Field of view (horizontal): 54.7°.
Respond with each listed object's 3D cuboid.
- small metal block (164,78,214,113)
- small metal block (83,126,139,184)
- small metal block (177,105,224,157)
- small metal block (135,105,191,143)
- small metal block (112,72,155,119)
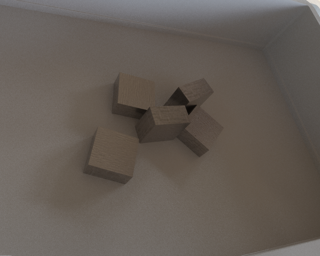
[{"bbox_3d":[0.039,-0.040,0.435,0.050,0.050,0.025,-24,75,-37],"label":"small metal block"},{"bbox_3d":[-0.055,0.031,0.356,0.050,0.025,0.050,19,54,-17],"label":"small metal block"},{"bbox_3d":[0.054,0.004,0.432,0.050,0.025,0.050,41,51,0],"label":"small metal block"},{"bbox_3d":[0.003,-0.004,0.394,0.050,0.050,0.025,-4,64,-30],"label":"small metal block"},{"bbox_3d":[-0.035,-0.041,0.412,0.050,0.025,0.050,12,57,-22],"label":"small metal block"}]
